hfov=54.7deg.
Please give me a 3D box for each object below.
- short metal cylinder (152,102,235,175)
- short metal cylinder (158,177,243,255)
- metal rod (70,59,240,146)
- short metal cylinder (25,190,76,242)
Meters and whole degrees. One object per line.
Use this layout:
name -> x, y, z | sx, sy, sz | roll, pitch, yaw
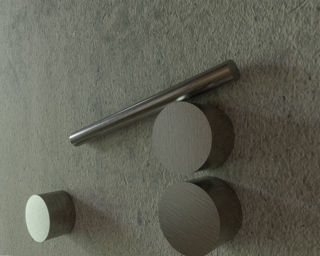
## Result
short metal cylinder -> 0.038, 0.011, 0.357 | 0.080, 0.050, 0.079 | 0, 90, 40
short metal cylinder -> 0.045, 0.098, 0.351 | 0.080, 0.050, 0.079 | 0, 90, 40
metal rod -> -0.030, -0.022, 0.429 | 0.299, 0.025, 0.025 | -20, 77, 38
short metal cylinder -> -0.194, 0.155, 0.549 | 0.080, 0.050, 0.079 | 0, 90, 40
